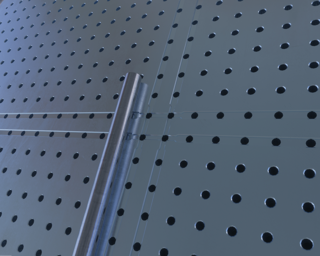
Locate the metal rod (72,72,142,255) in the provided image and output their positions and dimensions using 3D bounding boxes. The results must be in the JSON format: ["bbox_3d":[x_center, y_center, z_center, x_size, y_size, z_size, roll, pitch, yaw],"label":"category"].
[{"bbox_3d":[-0.069,0.053,0.409,0.025,0.025,0.299,-2,61,27],"label":"metal rod"}]
